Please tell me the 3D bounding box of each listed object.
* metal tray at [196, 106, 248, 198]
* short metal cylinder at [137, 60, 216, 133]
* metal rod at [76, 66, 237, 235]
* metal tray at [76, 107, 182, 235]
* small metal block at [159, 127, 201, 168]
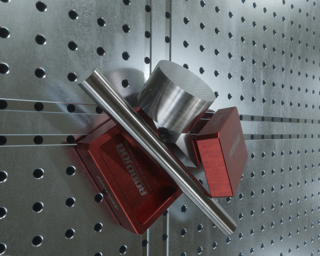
[{"bbox_3d":[0.095,0.030,0.448,0.131,0.030,0.089,-40,117,-59],"label":"metal tray"},{"bbox_3d":[0.020,-0.039,0.378,0.081,0.080,0.050,10,125,-40],"label":"short metal cylinder"},{"bbox_3d":[0.014,0.046,0.377,0.300,0.025,0.025,49,61,-29],"label":"metal rod"},{"bbox_3d":[-0.030,0.050,0.376,0.091,0.030,0.129,-39,114,-33],"label":"metal tray"},{"bbox_3d":[0.023,0.025,0.407,0.050,0.050,0.025,48,61,-30],"label":"small metal block"}]
